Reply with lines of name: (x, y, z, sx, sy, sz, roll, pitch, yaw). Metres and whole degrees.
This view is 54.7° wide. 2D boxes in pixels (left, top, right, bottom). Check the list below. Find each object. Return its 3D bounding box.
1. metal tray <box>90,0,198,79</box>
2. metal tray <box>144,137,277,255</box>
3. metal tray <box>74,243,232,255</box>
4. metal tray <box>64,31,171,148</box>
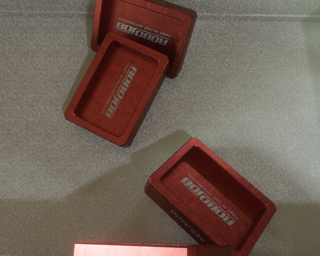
metal tray: (-0.025, -0.131, 0.422, 0.131, 0.089, 0.030, 21, 34, 7)
metal tray: (0.058, 0.082, 0.362, 0.130, 0.030, 0.091, 41, 55, 13)
metal tray: (-0.007, 0.128, 0.298, 0.130, 0.090, 0.030, -11, 67, 30)
metal tray: (-0.054, -0.050, 0.408, 0.090, 0.030, 0.130, 26, 86, 9)
